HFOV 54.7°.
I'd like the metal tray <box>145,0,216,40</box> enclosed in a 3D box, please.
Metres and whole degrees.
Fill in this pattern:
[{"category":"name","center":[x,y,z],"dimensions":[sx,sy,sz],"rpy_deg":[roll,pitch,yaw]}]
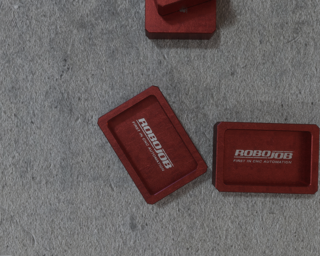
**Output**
[{"category":"metal tray","center":[0.027,-0.185,0.407],"dimensions":[0.091,0.030,0.129],"rpy_deg":[0,90,0]}]

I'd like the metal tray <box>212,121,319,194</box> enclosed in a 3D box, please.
[{"category":"metal tray","center":[0.137,0.038,0.408],"dimensions":[0.131,0.030,0.089],"rpy_deg":[2,90,0]}]

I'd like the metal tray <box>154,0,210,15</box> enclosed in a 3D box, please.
[{"category":"metal tray","center":[0.021,-0.216,0.377],"dimensions":[0.090,0.030,0.129],"rpy_deg":[-18,90,0]}]

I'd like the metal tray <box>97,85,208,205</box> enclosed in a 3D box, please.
[{"category":"metal tray","center":[-0.009,0.022,0.407],"dimensions":[0.090,0.030,0.130],"rpy_deg":[-32,90,0]}]
